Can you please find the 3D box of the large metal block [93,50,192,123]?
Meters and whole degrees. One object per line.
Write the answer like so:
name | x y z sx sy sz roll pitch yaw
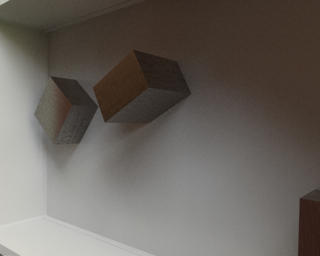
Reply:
large metal block | -0.022 -0.047 0.390 0.080 0.081 0.050 -34 69 35

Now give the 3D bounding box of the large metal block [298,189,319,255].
large metal block | 0.164 0.100 0.255 0.080 0.050 0.079 2 91 40

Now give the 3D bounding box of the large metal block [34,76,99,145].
large metal block | -0.160 -0.029 0.523 0.080 0.050 0.080 47 118 30
